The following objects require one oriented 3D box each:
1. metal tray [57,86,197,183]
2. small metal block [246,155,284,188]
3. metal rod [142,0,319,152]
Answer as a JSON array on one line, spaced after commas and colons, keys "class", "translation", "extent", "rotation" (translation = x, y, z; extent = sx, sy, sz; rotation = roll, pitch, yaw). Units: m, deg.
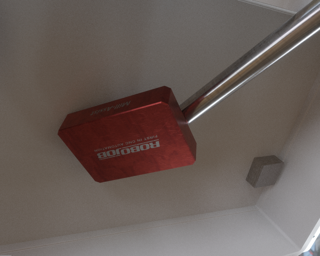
[{"class": "metal tray", "translation": [-0.034, 0.012, 0.348], "extent": [0.130, 0.030, 0.090], "rotation": [-14, 126, 19]}, {"class": "small metal block", "translation": [0.191, 0.079, 0.565], "extent": [0.050, 0.025, 0.050], "rotation": [-3, 120, -28]}, {"class": "metal rod", "translation": [0.052, -0.033, 0.334], "extent": [0.025, 0.025, 0.299], "rotation": [24, 132, -37]}]
